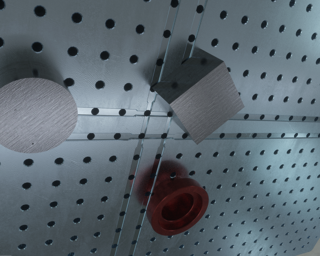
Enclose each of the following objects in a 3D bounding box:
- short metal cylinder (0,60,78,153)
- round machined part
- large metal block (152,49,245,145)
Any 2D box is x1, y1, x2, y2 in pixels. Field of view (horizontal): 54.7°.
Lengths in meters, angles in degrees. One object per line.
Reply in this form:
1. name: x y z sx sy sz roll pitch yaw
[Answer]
1. short metal cylinder: -0.129 -0.022 0.311 0.081 0.050 0.079 -14 124 -21
2. round machined part: 0.024 0.117 0.486 0.099 0.042 0.097 -14 124 -21
3. large metal block: 0.050 -0.039 0.398 0.080 0.050 0.080 -39 129 -2
